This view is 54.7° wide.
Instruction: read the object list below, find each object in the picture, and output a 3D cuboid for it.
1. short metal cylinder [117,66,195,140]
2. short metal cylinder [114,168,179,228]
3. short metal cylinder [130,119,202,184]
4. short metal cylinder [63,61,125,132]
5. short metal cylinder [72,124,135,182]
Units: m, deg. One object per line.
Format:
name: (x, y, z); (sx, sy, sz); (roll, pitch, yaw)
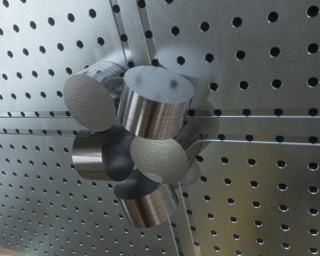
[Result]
short metal cylinder: (-0.006, -0.031, 0.360); (0.080, 0.080, 0.050); (25, 127, 12)
short metal cylinder: (-0.019, 0.096, 0.444); (0.080, 0.080, 0.050); (-6, 116, 31)
short metal cylinder: (0.009, 0.026, 0.407); (0.080, 0.050, 0.079); (13, 124, 20)
short metal cylinder: (-0.079, -0.042, 0.410); (0.080, 0.050, 0.079); (14, 125, 21)
short metal cylinder: (-0.076, 0.035, 0.438); (0.050, 0.080, 0.080); (-3, 117, 29)
